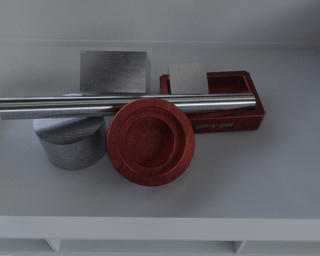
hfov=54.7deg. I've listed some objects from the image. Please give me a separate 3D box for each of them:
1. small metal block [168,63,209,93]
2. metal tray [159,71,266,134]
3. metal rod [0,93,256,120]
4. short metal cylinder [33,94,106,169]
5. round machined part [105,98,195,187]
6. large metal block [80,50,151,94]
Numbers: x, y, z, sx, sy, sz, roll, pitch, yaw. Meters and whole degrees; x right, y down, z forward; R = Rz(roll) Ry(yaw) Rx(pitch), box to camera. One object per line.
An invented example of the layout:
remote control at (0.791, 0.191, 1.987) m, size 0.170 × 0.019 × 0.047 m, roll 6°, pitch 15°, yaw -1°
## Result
small metal block at (0.038, -0.061, 0.427) m, size 0.050 × 0.025 × 0.050 m, roll -4°, pitch 76°, yaw -3°
metal tray at (0.068, -0.037, 0.431) m, size 0.131 × 0.030 × 0.090 m, roll -3°, pitch 50°, yaw -4°
metal rod at (-0.023, -0.028, 0.372) m, size 0.303 × 0.025 × 0.025 m, roll -3°, pitch 49°, yaw -17°
short metal cylinder at (-0.107, 0.004, 0.381) m, size 0.081 × 0.050 × 0.080 m, roll 0°, pitch 50°, yaw 0°
round machined part at (-0.013, 0.017, 0.357) m, size 0.099 × 0.042 × 0.097 m, roll 2°, pitch 83°, yaw -15°
large metal block at (-0.056, -0.070, 0.416) m, size 0.080 × 0.080 × 0.050 m, roll 2°, pitch 92°, yaw 2°
